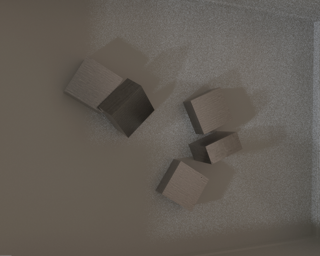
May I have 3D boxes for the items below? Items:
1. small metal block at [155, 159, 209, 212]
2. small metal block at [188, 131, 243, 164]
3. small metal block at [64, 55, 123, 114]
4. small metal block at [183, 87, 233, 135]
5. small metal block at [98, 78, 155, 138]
[{"bbox_3d":[0.031,0.078,0.423,0.050,0.025,0.050,34,79,-17],"label":"small metal block"},{"bbox_3d":[0.075,0.026,0.427,0.050,0.050,0.025,-23,98,-19],"label":"small metal block"},{"bbox_3d":[-0.082,-0.052,0.381,0.050,0.025,0.050,32,79,-18],"label":"small metal block"},{"bbox_3d":[0.068,-0.024,0.437,0.050,0.025,0.050,-26,99,-19],"label":"small metal block"},{"bbox_3d":[-0.040,-0.024,0.383,0.050,0.025,0.050,-48,145,-14],"label":"small metal block"}]
